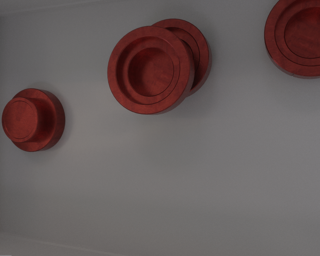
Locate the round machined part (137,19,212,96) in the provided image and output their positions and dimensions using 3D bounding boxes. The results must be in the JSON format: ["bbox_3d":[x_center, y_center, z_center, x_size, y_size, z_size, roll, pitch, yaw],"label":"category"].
[{"bbox_3d":[0.018,-0.084,0.395,0.098,0.042,0.097,0,90,20],"label":"round machined part"}]

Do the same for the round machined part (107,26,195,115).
[{"bbox_3d":[-0.007,-0.064,0.359,0.098,0.042,0.097,0,90,20],"label":"round machined part"}]

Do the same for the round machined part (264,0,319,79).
[{"bbox_3d":[0.167,-0.102,0.342,0.098,0.042,0.097,0,90,20],"label":"round machined part"}]

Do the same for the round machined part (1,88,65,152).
[{"bbox_3d":[-0.199,-0.012,0.472,0.098,0.042,0.097,0,90,20],"label":"round machined part"}]
